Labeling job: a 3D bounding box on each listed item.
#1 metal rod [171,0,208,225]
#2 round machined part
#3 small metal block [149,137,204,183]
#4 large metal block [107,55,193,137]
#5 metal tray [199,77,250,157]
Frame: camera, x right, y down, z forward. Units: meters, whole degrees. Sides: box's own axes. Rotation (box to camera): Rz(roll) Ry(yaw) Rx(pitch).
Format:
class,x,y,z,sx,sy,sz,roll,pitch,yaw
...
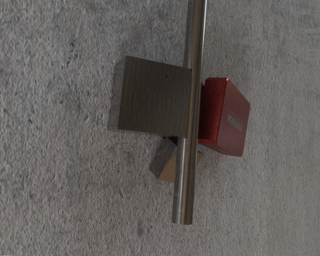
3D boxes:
class,x,y,z,sx,sy,sz,roll,pitch,yaw
metal rod,0.038,-0.036,0.383,0.025,0.025,0.298,10,82,-40
round machined part,0.040,-0.025,0.428,0.099,0.042,0.097,0,90,-40
small metal block,0.022,0.045,0.412,0.050,0.025,0.050,20,103,-38
large metal block,-0.013,-0.033,0.365,0.081,0.050,0.080,7,85,-22
metal tray,0.097,-0.011,0.455,0.130,0.030,0.090,24,75,-59
